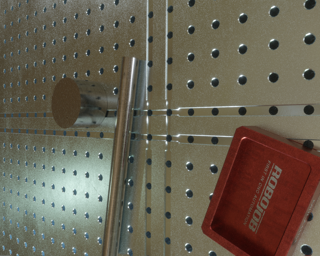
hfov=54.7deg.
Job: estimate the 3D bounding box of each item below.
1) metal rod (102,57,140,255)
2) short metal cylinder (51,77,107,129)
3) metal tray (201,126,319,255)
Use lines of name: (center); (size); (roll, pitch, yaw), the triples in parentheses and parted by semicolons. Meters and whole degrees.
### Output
metal rod: (-0.059, 0.047, 0.458); (0.025, 0.025, 0.298); (11, 97, 39)
short metal cylinder: (-0.131, -0.039, 0.501); (0.080, 0.050, 0.079); (0, 90, 40)
metal tray: (0.104, 0.072, 0.319); (0.090, 0.030, 0.129); (27, 107, 36)
